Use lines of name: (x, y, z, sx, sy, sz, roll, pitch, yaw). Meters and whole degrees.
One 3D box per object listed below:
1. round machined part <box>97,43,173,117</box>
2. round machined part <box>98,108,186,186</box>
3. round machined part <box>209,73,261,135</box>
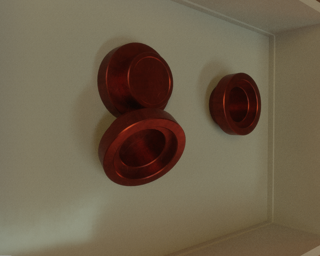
round machined part: (-0.022, -0.055, 0.378, 0.099, 0.042, 0.097, 0, 90, -40)
round machined part: (-0.023, 0.017, 0.358, 0.099, 0.042, 0.097, -16, 132, -19)
round machined part: (0.117, -0.037, 0.496, 0.099, 0.042, 0.097, 0, 90, -40)
